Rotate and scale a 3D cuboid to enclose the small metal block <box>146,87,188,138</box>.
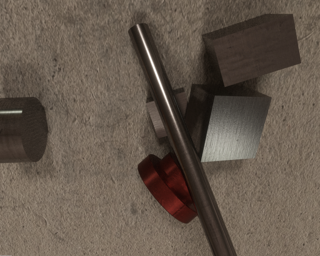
[{"bbox_3d":[0.014,-0.020,0.403,0.050,0.025,0.050,-17,110,5],"label":"small metal block"}]

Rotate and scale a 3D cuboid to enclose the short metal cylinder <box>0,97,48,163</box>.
[{"bbox_3d":[-0.178,0.003,0.379,0.050,0.080,0.079,-2,110,0],"label":"short metal cylinder"}]

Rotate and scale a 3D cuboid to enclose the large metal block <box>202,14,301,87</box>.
[{"bbox_3d":[0.098,-0.090,0.349,0.080,0.080,0.050,-17,109,6],"label":"large metal block"}]

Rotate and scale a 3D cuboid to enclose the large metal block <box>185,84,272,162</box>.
[{"bbox_3d":[0.079,-0.008,0.380,0.081,0.050,0.079,-1,112,-25],"label":"large metal block"}]

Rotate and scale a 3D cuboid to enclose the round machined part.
[{"bbox_3d":[0.020,0.069,0.397,0.042,0.098,0.098,-42,105,6],"label":"round machined part"}]

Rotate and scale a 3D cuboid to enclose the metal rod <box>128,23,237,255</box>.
[{"bbox_3d":[0.027,0.021,0.354,0.025,0.025,0.299,-21,85,7],"label":"metal rod"}]
